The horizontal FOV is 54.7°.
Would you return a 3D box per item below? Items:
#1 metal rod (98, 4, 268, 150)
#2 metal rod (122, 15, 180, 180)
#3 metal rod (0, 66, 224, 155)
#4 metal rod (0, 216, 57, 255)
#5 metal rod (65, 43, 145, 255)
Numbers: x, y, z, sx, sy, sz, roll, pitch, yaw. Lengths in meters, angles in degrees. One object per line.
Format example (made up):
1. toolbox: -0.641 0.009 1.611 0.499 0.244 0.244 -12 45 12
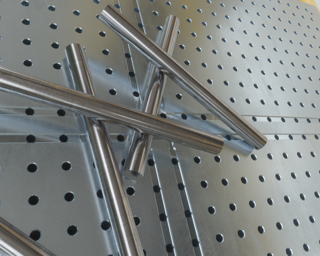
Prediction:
1. metal rod: 0.041 -0.065 0.445 0.301 0.025 0.025 38 50 -14
2. metal rod: -0.005 -0.064 0.445 0.025 0.025 0.300 23 53 -15
3. metal rod: -0.061 -0.019 0.354 0.302 0.025 0.025 17 55 -19
4. metal rod: -0.154 0.086 0.273 0.301 0.025 0.025 37 51 -4
5. metal rod: -0.066 0.027 0.356 0.025 0.025 0.299 -6 65 -31
